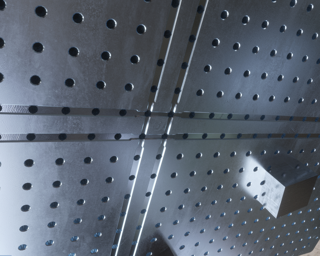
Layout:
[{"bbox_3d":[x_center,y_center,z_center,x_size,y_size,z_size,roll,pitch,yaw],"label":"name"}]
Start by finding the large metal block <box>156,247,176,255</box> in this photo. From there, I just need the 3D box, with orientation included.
[{"bbox_3d":[0.009,0.280,0.572,0.080,0.050,0.080,-33,129,-6],"label":"large metal block"}]

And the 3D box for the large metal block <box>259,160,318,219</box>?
[{"bbox_3d":[0.247,0.118,0.601,0.081,0.050,0.079,-13,124,-21],"label":"large metal block"}]
